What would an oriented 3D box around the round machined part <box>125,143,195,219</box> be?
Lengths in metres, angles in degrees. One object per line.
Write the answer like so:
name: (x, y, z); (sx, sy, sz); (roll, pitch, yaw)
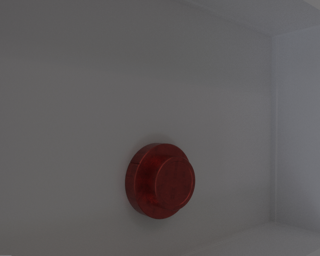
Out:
round machined part: (0.007, 0.069, 0.401); (0.099, 0.042, 0.097); (0, 90, -40)
